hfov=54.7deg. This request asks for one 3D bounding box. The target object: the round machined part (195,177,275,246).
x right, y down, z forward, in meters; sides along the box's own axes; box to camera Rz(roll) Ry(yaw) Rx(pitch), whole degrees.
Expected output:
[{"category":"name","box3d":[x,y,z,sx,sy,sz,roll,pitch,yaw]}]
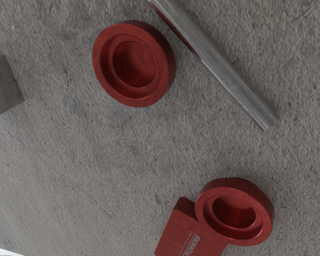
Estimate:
[{"category":"round machined part","box3d":[0.099,0.104,0.408,0.098,0.042,0.097,13,124,21]}]

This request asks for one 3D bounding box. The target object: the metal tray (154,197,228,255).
[{"category":"metal tray","box3d":[0.050,0.177,0.487,0.090,0.030,0.129,26,128,11]}]

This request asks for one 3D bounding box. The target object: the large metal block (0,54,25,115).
[{"category":"large metal block","box3d":[-0.278,-0.068,0.495,0.080,0.050,0.080,1,119,27]}]

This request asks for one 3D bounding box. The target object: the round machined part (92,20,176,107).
[{"category":"round machined part","box3d":[-0.026,-0.077,0.362,0.098,0.042,0.097,13,124,21]}]

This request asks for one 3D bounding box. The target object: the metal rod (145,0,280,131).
[{"category":"metal rod","box3d":[0.019,-0.114,0.325,0.300,0.025,0.025,47,129,-5]}]
